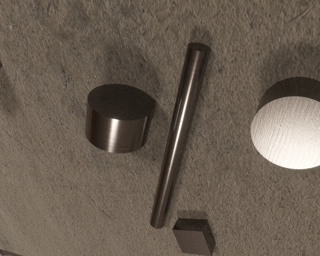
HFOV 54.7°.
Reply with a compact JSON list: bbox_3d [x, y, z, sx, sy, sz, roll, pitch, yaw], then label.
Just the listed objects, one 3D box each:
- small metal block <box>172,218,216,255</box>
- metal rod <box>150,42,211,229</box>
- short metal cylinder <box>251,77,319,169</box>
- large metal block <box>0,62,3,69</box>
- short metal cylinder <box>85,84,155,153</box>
[{"bbox_3d":[0.054,0.169,0.482,0.050,0.025,0.050,-7,115,31],"label":"small metal block"},{"bbox_3d":[0.019,0.033,0.415,0.025,0.025,0.298,22,127,15],"label":"metal rod"},{"bbox_3d":[0.138,-0.005,0.314,0.080,0.050,0.079,13,124,20],"label":"short metal cylinder"},{"bbox_3d":[-0.308,-0.100,0.468,0.050,0.080,0.080,-35,99,38],"label":"large metal block"},{"bbox_3d":[-0.051,-0.013,0.388,0.080,0.080,0.050,24,127,13],"label":"short metal cylinder"}]
